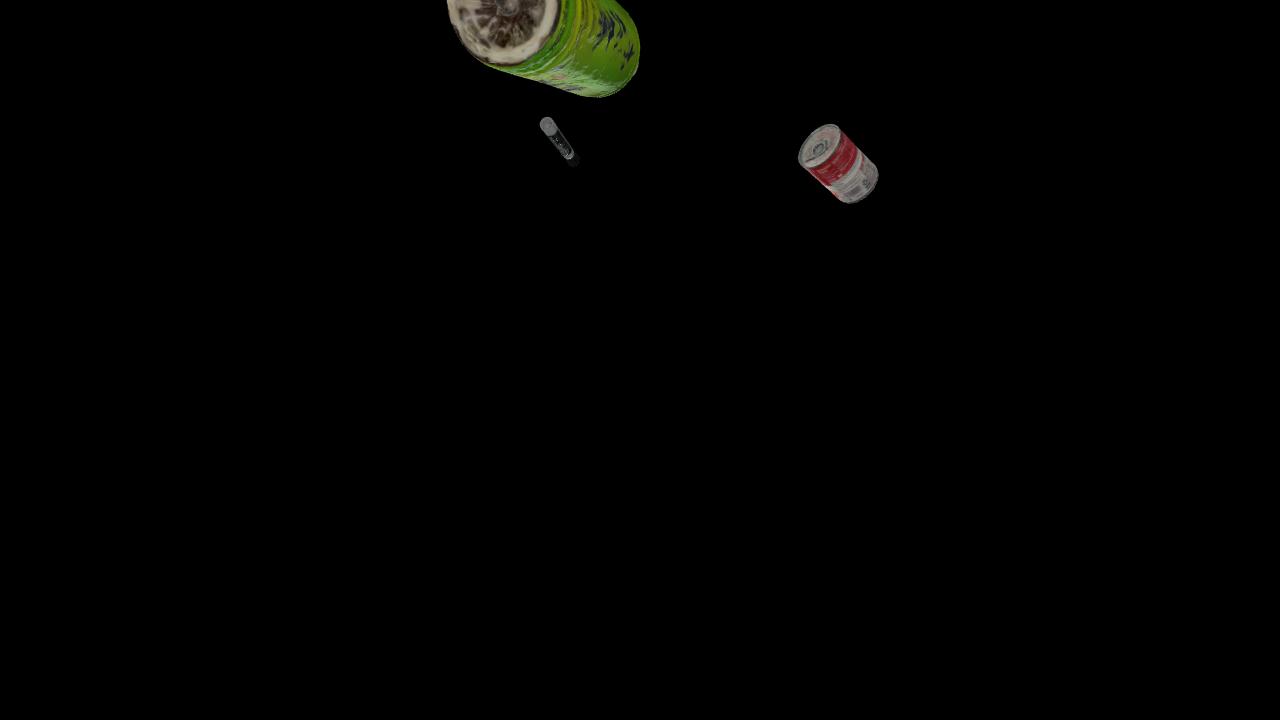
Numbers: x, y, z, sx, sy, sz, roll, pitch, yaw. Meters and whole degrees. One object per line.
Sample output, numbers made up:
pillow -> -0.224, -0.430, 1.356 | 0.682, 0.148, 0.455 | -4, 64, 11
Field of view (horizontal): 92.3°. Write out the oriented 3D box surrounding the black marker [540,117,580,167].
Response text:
black marker -> -0.106, -0.292, 0.833 | 0.020, 0.020, 0.121 | 0, -5, 11

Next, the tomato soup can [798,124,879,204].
tomato soup can -> 0.281, -0.274, 0.866 | 0.101, 0.068, 0.068 | 25, -15, -34

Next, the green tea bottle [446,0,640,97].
green tea bottle -> -0.044, -0.219, 0.416 | 0.073, 0.073, 0.212 | 0, 18, 17
